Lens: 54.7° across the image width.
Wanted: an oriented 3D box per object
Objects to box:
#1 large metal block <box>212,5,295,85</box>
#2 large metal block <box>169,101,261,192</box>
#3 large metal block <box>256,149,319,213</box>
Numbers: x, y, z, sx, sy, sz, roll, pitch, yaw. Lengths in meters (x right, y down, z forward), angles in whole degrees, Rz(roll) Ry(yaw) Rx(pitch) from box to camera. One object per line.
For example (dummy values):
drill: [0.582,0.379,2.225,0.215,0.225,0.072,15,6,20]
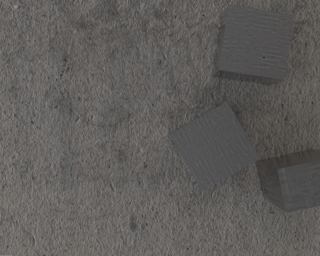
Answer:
large metal block: [0.117,-0.104,0.398,0.080,0.050,0.080,9,90,0]
large metal block: [0.066,0.022,0.398,0.080,0.050,0.080,-30,90,0]
large metal block: [0.175,0.061,0.384,0.080,0.080,0.050,-12,90,0]
